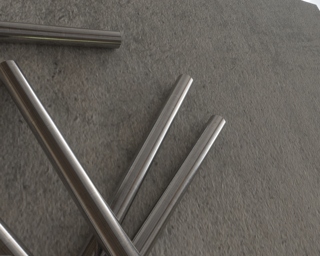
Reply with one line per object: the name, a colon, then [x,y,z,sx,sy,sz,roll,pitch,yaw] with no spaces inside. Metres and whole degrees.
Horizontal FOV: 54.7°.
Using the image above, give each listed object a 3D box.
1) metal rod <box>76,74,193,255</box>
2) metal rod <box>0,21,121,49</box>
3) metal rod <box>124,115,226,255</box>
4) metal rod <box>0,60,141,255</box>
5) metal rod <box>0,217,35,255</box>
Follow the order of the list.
metal rod: [-0.017,0.032,0.376,0.025,0.025,0.301,34,51,-7]
metal rod: [-0.191,-0.116,0.372,0.303,0.025,0.025,-5,65,-31]
metal rod: [0.012,0.081,0.361,0.025,0.025,0.301,40,51,-2]
metal rod: [-0.087,0.045,0.307,0.025,0.025,0.300,-24,68,-37]
metal rod: [-0.133,0.096,0.258,0.300,0.025,0.025,44,51,8]
